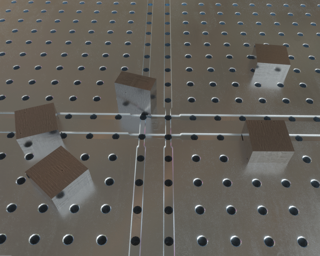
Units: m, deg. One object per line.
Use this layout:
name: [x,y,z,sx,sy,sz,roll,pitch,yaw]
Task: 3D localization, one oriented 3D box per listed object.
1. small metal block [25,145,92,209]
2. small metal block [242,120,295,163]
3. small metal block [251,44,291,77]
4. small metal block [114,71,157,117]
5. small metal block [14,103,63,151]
small metal block: [-0.117,0.056,0.359,0.050,0.025,0.050,34,58,25]
small metal block: [0.136,0.017,0.395,0.050,0.025,0.050,0,50,0]
small metal block: [0.179,-0.110,0.503,0.050,0.025,0.050,5,50,4]
small metal block: [-0.033,-0.047,0.431,0.050,0.050,0.025,14,52,11]
small metal block: [-0.160,-0.002,0.407,0.050,0.025,0.050,-14,52,-12]
